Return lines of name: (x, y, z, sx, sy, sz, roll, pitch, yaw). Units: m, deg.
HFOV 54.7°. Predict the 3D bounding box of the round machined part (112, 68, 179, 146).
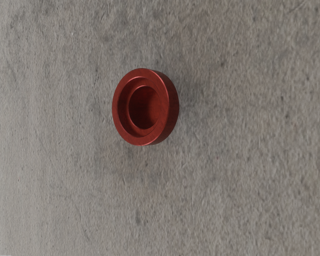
round machined part: (-0.014, -0.026, 0.404, 0.098, 0.042, 0.097, 0, 90, 39)
